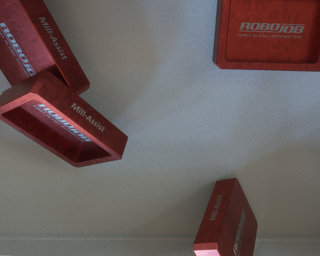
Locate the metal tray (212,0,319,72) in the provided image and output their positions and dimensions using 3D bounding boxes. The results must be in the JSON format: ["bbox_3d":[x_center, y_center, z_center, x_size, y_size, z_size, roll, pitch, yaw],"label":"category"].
[{"bbox_3d":[0.133,-0.116,0.367,0.131,0.030,0.089,1,110,-1],"label":"metal tray"}]

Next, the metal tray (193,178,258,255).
[{"bbox_3d":[0.091,0.139,0.406,0.030,0.131,0.090,-17,109,31],"label":"metal tray"}]

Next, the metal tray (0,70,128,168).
[{"bbox_3d":[-0.113,-0.002,0.361,0.090,0.030,0.130,-14,137,36],"label":"metal tray"}]

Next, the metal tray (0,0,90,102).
[{"bbox_3d":[-0.149,-0.087,0.353,0.090,0.030,0.129,-13,113,35],"label":"metal tray"}]
